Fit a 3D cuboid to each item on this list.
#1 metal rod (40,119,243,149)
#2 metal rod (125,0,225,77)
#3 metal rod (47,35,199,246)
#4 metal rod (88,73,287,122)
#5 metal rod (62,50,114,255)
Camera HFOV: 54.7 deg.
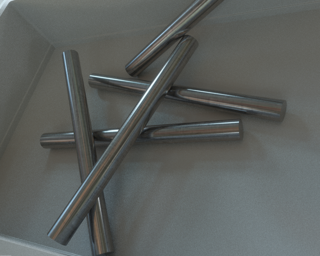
[{"bbox_3d":[-0.042,0.011,0.419,0.301,0.025,0.025,-4,60,25],"label":"metal rod"},{"bbox_3d":[0.054,-0.155,0.393,0.299,0.025,0.025,-33,47,38],"label":"metal rod"},{"bbox_3d":[-0.035,0.002,0.383,0.025,0.025,0.300,20,69,35],"label":"metal rod"},{"bbox_3d":[0.015,-0.048,0.426,0.300,0.025,0.025,14,69,33],"label":"metal rod"},{"bbox_3d":[-0.102,0.015,0.417,0.025,0.025,0.299,-23,63,14],"label":"metal rod"}]
